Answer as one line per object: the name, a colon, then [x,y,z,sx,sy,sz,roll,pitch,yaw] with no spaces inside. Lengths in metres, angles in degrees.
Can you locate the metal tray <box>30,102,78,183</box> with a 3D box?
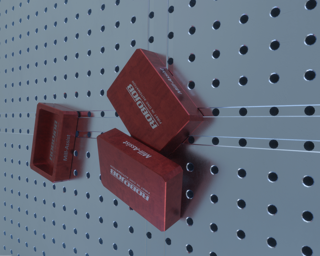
metal tray: [-0.197,0.025,0.570,0.090,0.030,0.129,17,101,38]

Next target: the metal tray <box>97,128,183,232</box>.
metal tray: [-0.030,0.065,0.411,0.130,0.030,0.089,27,130,37]

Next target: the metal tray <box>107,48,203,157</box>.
metal tray: [-0.012,-0.031,0.418,0.090,0.030,0.130,-49,61,29]
